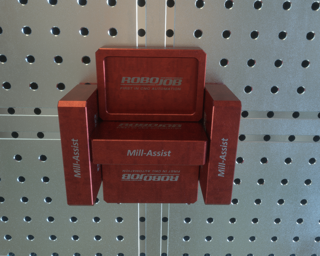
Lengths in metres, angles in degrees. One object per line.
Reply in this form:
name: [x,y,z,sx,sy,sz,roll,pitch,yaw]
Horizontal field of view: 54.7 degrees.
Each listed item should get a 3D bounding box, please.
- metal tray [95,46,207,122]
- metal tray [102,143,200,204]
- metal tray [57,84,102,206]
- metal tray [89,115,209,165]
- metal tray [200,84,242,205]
metal tray: [-0.011,-0.055,0.390,0.131,0.030,0.089,1,110,-1]
metal tray: [-0.013,0.059,0.431,0.131,0.030,0.089,1,110,-1]
metal tray: [-0.093,0.018,0.383,0.030,0.090,0.129,1,110,-1]
metal tray: [-0.012,0.012,0.381,0.131,0.090,0.030,1,110,-1]
metal tray: [0.069,0.018,0.386,0.030,0.090,0.129,1,110,-1]
